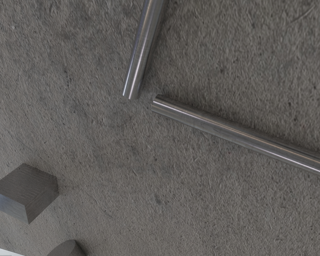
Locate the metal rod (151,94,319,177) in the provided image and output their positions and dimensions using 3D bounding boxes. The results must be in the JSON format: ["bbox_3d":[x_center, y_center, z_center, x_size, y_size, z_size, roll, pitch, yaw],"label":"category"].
[{"bbox_3d":[0.130,0.022,0.351,0.301,0.025,0.025,22,127,15],"label":"metal rod"}]

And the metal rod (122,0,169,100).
[{"bbox_3d":[0.004,-0.155,0.308,0.025,0.025,0.298,28,128,10],"label":"metal rod"}]

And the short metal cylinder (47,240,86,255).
[{"bbox_3d":[-0.200,0.284,0.652,0.080,0.080,0.050,-19,108,35],"label":"short metal cylinder"}]

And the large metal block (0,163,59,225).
[{"bbox_3d":[-0.250,0.120,0.577,0.080,0.080,0.050,18,126,17],"label":"large metal block"}]
